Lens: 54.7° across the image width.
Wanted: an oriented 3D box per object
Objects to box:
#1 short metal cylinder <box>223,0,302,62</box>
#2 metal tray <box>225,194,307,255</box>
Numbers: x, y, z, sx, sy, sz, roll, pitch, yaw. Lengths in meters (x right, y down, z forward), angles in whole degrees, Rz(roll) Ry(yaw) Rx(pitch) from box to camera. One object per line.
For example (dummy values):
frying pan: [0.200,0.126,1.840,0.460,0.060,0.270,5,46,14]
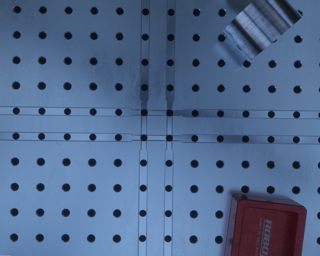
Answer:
short metal cylinder: [0.126,-0.129,0.387,0.080,0.080,0.050,-41,90,0]
metal tray: [0.137,0.159,0.411,0.091,0.030,0.129,7,90,0]
